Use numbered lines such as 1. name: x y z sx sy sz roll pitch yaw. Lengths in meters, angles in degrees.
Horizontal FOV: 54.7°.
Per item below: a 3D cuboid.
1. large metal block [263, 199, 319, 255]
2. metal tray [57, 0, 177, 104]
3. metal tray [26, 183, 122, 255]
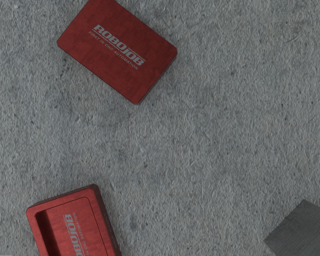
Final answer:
1. large metal block: 0.187 0.143 0.384 0.050 0.080 0.080 44 90 0
2. metal tray: -0.054 -0.103 0.407 0.130 0.030 0.090 38 90 0
3. metal tray: -0.108 0.149 0.406 0.090 0.030 0.129 -19 90 0
